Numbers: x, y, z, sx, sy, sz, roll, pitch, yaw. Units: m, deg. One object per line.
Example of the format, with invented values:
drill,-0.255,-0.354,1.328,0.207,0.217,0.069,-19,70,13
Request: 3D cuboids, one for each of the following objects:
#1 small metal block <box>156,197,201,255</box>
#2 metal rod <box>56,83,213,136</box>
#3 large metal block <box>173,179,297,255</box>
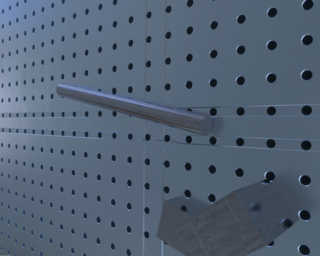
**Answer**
small metal block,0.027,0.122,0.386,0.050,0.025,0.050,20,103,38
metal rod,-0.059,-0.035,0.455,0.300,0.025,0.025,16,100,38
large metal block,0.076,0.097,0.310,0.080,0.081,0.050,-43,65,31
